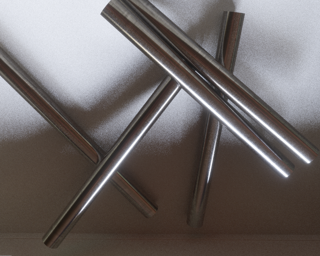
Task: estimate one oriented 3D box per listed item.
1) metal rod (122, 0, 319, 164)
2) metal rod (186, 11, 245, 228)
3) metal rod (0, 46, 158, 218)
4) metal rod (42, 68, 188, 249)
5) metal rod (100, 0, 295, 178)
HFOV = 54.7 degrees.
[{"bbox_3d":[0.067,-0.062,0.363,0.300,0.025,0.025,40,105,-5],"label":"metal rod"},{"bbox_3d":[0.069,0.003,0.413,0.025,0.025,0.298,6,110,-3],"label":"metal rod"},{"bbox_3d":[-0.108,0.015,0.415,0.025,0.025,0.300,-38,106,12],"label":"metal rod"},{"bbox_3d":[-0.056,0.037,0.400,0.025,0.025,0.299,37,97,-13],"label":"metal rod"},{"bbox_3d":[0.056,-0.038,0.369,0.300,0.025,0.025,40,105,-15],"label":"metal rod"}]
